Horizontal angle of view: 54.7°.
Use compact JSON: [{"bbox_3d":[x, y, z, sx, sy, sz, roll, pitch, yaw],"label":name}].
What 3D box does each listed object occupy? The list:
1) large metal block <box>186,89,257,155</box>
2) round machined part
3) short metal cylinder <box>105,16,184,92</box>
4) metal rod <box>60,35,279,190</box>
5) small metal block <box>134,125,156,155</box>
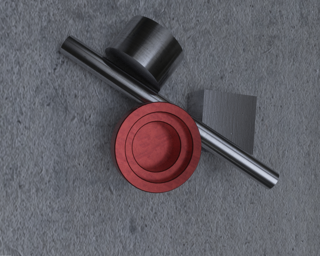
[{"bbox_3d":[0.083,-0.007,0.429,0.081,0.050,0.080,5,89,-20],"label":"large metal block"},{"bbox_3d":[-0.007,0.020,0.347,0.099,0.042,0.097,-1,92,-20],"label":"round machined part"},{"bbox_3d":[-0.018,-0.087,0.375,0.080,0.080,0.050,39,78,-16],"label":"short metal cylinder"},{"bbox_3d":[0.014,-0.017,0.377,0.301,0.025,0.025,33,79,-3],"label":"metal rod"},{"bbox_3d":[-0.026,0.008,0.389,0.025,0.050,0.050,-2,91,-20],"label":"small metal block"}]
